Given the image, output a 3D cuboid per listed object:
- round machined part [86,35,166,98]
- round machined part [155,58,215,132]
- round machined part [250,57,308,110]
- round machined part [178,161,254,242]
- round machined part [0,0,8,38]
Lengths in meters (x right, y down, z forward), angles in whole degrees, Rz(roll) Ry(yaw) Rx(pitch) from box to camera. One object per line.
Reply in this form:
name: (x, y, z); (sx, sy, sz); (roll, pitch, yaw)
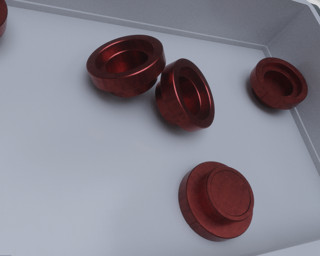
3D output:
round machined part: (-0.040, -0.076, 0.399); (0.098, 0.042, 0.098); (-8, 44, 8)
round machined part: (0.031, -0.041, 0.420); (0.098, 0.042, 0.098); (29, 52, -44)
round machined part: (0.201, -0.072, 0.540); (0.099, 0.042, 0.098); (8, 59, -13)
round machined part: (0.076, 0.086, 0.383); (0.099, 0.042, 0.098); (14, 56, -21)
round machined part: (-0.228, -0.126, 0.348); (0.099, 0.042, 0.098); (15, 55, -22)
